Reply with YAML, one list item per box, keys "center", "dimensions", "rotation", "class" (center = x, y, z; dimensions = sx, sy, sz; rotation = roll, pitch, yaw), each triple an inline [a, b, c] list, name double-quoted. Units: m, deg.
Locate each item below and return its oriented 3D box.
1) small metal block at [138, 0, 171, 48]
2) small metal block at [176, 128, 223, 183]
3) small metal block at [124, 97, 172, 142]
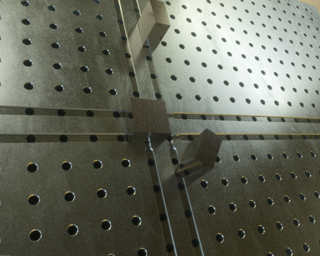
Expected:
- center: [-0.011, -0.165, 0.488]
  dimensions: [0.025, 0.050, 0.050]
  rotation: [2, 61, -28]
  class: "small metal block"
- center: [0.051, 0.036, 0.399]
  dimensions: [0.025, 0.050, 0.050]
  rotation: [33, 51, -7]
  class: "small metal block"
- center: [-0.017, -0.010, 0.407]
  dimensions: [0.050, 0.025, 0.050]
  rotation: [4, 60, -27]
  class: "small metal block"
